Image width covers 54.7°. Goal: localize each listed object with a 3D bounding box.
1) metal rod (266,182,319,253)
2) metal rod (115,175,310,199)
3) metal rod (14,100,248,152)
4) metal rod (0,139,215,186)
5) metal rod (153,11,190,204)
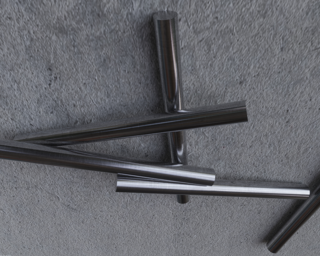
[{"bbox_3d":[0.254,0.124,0.514,0.025,0.025,0.298,10,130,-8],"label":"metal rod"},{"bbox_3d":[0.086,0.088,0.457,0.302,0.025,0.025,5,130,-15],"label":"metal rod"},{"bbox_3d":[-0.048,0.001,0.383,0.301,0.025,0.025,-8,130,15],"label":"metal rod"},{"bbox_3d":[-0.074,0.046,0.406,0.302,0.025,0.025,9,130,-10],"label":"metal rod"},{"bbox_3d":[0.021,0.000,0.406,0.025,0.025,0.298,-5,130,4],"label":"metal rod"}]
